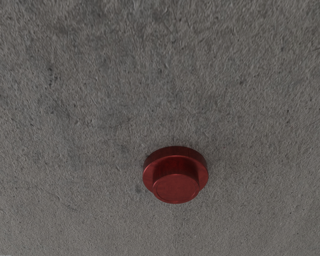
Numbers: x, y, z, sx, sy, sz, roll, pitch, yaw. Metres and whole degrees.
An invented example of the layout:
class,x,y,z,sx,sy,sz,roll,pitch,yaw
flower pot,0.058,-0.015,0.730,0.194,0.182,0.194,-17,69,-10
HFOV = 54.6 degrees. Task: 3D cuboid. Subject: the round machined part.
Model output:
class,x,y,z,sx,sy,sz,roll,pitch,yaw
round machined part,0.023,0.076,0.460,0.099,0.042,0.097,0,130,0
